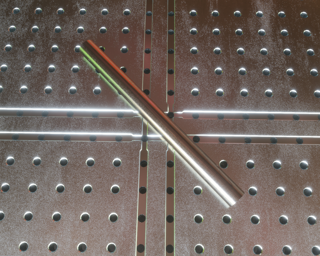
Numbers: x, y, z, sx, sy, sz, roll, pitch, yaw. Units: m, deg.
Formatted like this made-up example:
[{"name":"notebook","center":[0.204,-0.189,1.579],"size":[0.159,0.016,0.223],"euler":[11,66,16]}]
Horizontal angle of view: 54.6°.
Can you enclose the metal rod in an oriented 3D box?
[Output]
[{"name":"metal rod","center":[-0.006,-0.015,0.418],"size":[0.025,0.025,0.300],"euler":[-41,75,-13]}]
